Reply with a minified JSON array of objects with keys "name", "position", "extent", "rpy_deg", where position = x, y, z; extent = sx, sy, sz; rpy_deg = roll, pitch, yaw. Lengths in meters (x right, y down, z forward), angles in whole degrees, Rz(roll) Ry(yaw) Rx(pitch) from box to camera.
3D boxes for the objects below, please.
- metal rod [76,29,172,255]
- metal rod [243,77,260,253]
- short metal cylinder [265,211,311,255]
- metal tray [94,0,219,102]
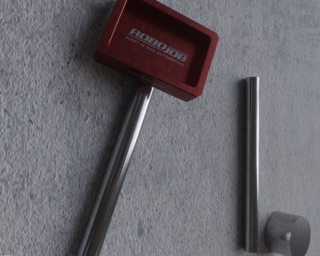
[{"name":"metal rod","position":[-0.037,0.006,0.373],"extent":[0.025,0.025,0.299],"rpy_deg":[28,72,-37]},{"name":"metal rod","position":[0.159,0.062,0.537],"extent":[0.025,0.025,0.298],"rpy_deg":[1,90,-40]},{"name":"short metal cylinder","position":[0.246,0.205,0.594],"extent":[0.081,0.050,0.080],"rpy_deg":[0,90,-40]},{"name":"metal tray","position":[-0.001,-0.097,0.370],"extent":[0.131,0.030,0.090],"rpy_deg":[22,75,-17]}]
